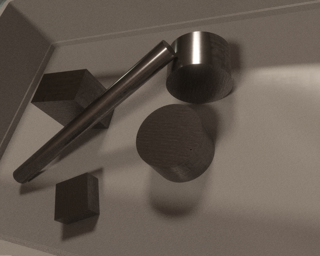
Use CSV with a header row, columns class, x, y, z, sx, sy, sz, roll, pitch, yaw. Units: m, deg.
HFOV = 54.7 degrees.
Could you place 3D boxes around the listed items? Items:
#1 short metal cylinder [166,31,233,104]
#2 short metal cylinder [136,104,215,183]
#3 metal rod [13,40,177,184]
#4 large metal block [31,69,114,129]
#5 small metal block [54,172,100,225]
class,x,y,z,sx,sy,sz,roll,pitch,yaw
short metal cylinder,0.049,-0.073,0.389,0.080,0.080,0.050,-9,58,23
short metal cylinder,0.019,0.018,0.367,0.080,0.050,0.080,-13,56,20
metal rod,-0.100,-0.009,0.414,0.299,0.025,0.025,-37,50,22
large metal block,-0.124,-0.039,0.457,0.080,0.080,0.050,-1,62,27
small metal block,-0.108,0.092,0.404,0.050,0.025,0.050,-21,54,15
